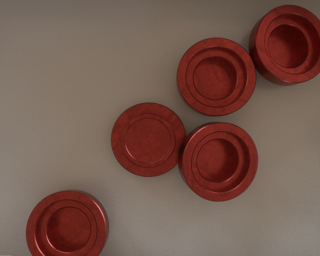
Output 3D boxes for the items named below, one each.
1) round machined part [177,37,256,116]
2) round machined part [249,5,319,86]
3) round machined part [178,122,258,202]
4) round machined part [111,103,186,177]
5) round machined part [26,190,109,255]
[{"bbox_3d":[0.070,-0.063,0.403,0.099,0.042,0.097,0,90,0],"label":"round machined part"},{"bbox_3d":[0.160,-0.102,0.398,0.099,0.042,0.097,1,87,-10],"label":"round machined part"},{"bbox_3d":[0.071,0.040,0.397,0.099,0.042,0.097,-1,93,-12],"label":"round machined part"},{"bbox_3d":[-0.015,0.015,0.403,0.099,0.042,0.097,0,90,0],"label":"round machined part"},{"bbox_3d":[-0.114,0.128,0.398,0.099,0.042,0.097,0,82,1],"label":"round machined part"}]
